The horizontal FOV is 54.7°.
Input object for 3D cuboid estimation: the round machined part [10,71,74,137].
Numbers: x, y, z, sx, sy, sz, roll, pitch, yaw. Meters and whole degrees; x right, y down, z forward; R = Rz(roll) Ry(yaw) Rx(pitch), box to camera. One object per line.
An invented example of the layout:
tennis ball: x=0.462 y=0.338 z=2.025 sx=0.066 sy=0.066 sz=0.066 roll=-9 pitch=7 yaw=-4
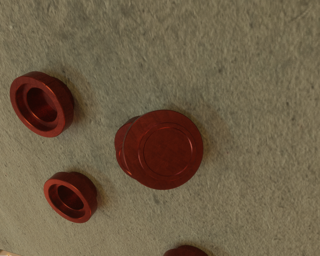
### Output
round machined part: x=-0.168 y=-0.038 z=0.458 sx=0.098 sy=0.042 sz=0.097 roll=13 pitch=124 yaw=20

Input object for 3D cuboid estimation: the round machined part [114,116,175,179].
round machined part: x=-0.021 y=0.035 z=0.427 sx=0.098 sy=0.042 sz=0.097 roll=13 pitch=124 yaw=20

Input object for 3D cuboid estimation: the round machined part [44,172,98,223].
round machined part: x=-0.151 y=0.116 z=0.545 sx=0.098 sy=0.042 sz=0.097 roll=13 pitch=124 yaw=20

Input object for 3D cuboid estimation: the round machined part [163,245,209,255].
round machined part: x=0.050 y=0.235 z=0.514 sx=0.098 sy=0.042 sz=0.097 roll=13 pitch=124 yaw=20

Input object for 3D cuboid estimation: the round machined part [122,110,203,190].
round machined part: x=0.005 y=0.027 z=0.372 sx=0.099 sy=0.042 sz=0.097 roll=0 pitch=92 yaw=-11
